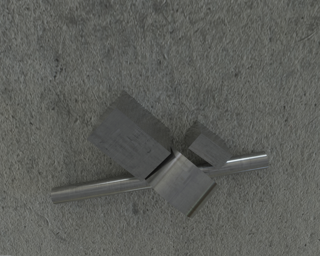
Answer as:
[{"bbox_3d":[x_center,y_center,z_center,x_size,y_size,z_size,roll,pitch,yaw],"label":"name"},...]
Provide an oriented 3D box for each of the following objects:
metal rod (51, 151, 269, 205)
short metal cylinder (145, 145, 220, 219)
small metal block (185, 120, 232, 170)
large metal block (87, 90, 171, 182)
[{"bbox_3d":[-0.003,0.070,0.435,0.302,0.025,0.025,-10,110,3],"label":"metal rod"},{"bbox_3d":[0.026,0.064,0.380,0.080,0.080,0.050,40,88,-14],"label":"short metal cylinder"},{"bbox_3d":[0.062,0.021,0.405,0.050,0.050,0.025,36,106,-12],"label":"small metal block"},{"bbox_3d":[-0.034,0.007,0.383,0.080,0.080,0.050,41,105,-14],"label":"large metal block"}]
